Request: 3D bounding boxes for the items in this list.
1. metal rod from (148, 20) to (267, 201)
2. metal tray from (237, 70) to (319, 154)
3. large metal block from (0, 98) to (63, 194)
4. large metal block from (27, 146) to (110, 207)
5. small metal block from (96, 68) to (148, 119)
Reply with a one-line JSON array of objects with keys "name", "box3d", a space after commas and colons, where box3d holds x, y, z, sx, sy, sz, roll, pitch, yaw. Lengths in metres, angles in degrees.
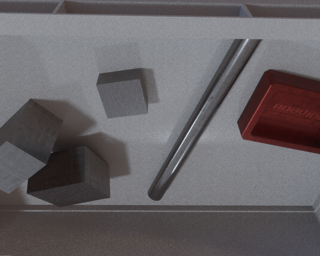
[{"name": "metal rod", "box3d": [0.046, 0.001, 0.410, 0.025, 0.025, 0.298, 16, 128, -14]}, {"name": "metal tray", "box3d": [0.178, -0.016, 0.394, 0.131, 0.030, 0.089, 11, 129, -10]}, {"name": "large metal block", "box3d": [-0.177, 0.023, 0.390, 0.080, 0.080, 0.050, -35, 122, 25]}, {"name": "large metal block", "box3d": [-0.124, 0.071, 0.434, 0.080, 0.050, 0.080, -13, 151, 10]}, {"name": "small metal block", "box3d": [-0.044, -0.041, 0.373, 0.050, 0.025, 0.050, -7, 130, 5]}]
